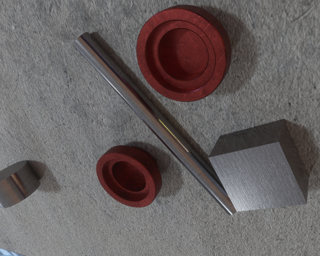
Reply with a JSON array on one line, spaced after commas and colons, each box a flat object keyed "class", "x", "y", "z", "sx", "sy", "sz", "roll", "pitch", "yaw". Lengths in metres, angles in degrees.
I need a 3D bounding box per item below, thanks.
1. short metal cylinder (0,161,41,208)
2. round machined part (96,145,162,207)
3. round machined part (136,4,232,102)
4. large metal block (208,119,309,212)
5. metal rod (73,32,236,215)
[{"class": "short metal cylinder", "x": -0.275, "y": 0.104, "z": 0.581, "sx": 0.080, "sy": 0.080, "sz": 0.050, "roll": -13, "pitch": 112, "yaw": 33}, {"class": "round machined part", "x": -0.041, "y": 0.066, "z": 0.459, "sx": 0.098, "sy": 0.042, "sz": 0.097, "roll": 13, "pitch": 124, "yaw": 21}, {"class": "round machined part", "x": 0.028, "y": -0.081, "z": 0.331, "sx": 0.098, "sy": 0.042, "sz": 0.097, "roll": 13, "pitch": 124, "yaw": 21}, {"class": "large metal block", "x": 0.115, "y": 0.045, "z": 0.358, "sx": 0.080, "sy": 0.050, "sz": 0.080, "roll": -18, "pitch": 109, "yaw": 35}, {"class": "metal rod", "x": 0.001, "y": -0.002, "z": 0.405, "sx": 0.300, "sy": 0.025, "sz": 0.025, "roll": 48, "pitch": 129, "yaw": -6}]
